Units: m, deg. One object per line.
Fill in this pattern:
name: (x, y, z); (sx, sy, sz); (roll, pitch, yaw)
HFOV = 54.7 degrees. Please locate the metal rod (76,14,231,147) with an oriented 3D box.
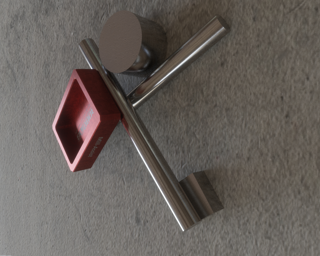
metal rod: (-0.029, -0.044, 0.429); (0.299, 0.025, 0.025); (-36, 68, 33)

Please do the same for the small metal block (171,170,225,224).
small metal block: (0.040, 0.086, 0.371); (0.050, 0.025, 0.050); (-41, 66, 32)

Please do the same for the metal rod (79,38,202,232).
metal rod: (-0.037, -0.008, 0.403); (0.025, 0.025, 0.299); (-46, 63, 30)

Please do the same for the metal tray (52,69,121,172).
metal tray: (-0.110, -0.009, 0.441); (0.090, 0.030, 0.129); (58, 135, 24)

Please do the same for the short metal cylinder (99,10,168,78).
short metal cylinder: (-0.037, -0.111, 0.417); (0.080, 0.050, 0.079); (0, 90, 39)
